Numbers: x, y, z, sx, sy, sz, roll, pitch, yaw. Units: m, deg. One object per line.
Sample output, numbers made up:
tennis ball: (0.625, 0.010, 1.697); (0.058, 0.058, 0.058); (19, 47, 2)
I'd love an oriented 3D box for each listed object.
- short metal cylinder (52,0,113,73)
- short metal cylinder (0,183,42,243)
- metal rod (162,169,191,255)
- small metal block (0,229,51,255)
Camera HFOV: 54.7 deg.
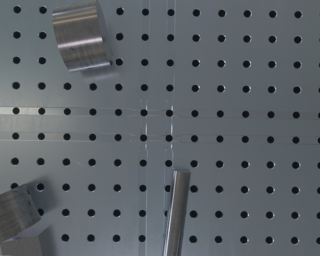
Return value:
short metal cylinder: (-0.093, -0.113, 0.385); (0.050, 0.080, 0.080); (-11, 90, 0)
short metal cylinder: (-0.197, 0.109, 0.384); (0.080, 0.080, 0.050); (-24, 90, 0)
metal rod: (0.011, 0.205, 0.413); (0.025, 0.025, 0.298); (7, 90, 0)
small metal block: (-0.177, 0.168, 0.412); (0.050, 0.025, 0.050); (-11, 90, 0)
